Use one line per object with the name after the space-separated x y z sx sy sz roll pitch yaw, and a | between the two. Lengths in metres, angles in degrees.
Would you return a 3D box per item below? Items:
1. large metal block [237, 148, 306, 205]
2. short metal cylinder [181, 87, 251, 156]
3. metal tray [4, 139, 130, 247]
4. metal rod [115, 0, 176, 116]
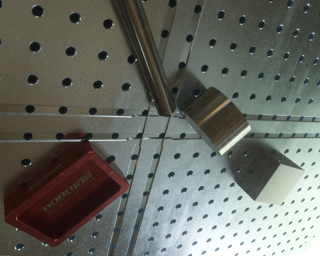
0.202 0.090 0.565 0.081 0.050 0.080 17 110 -35 | large metal block
0.074 -0.009 0.413 0.050 0.080 0.080 -41 130 -1 | short metal cylinder
-0.116 0.086 0.398 0.130 0.030 0.090 -39 130 -2 | metal tray
-0.034 -0.133 0.311 0.025 0.025 0.299 -29 129 -10 | metal rod
